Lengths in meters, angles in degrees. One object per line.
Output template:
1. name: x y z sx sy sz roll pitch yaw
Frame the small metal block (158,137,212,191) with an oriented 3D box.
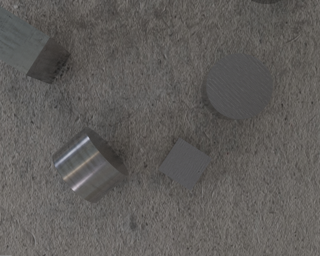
1. small metal block: 0.032 0.046 0.410 0.050 0.025 0.050 33 90 0

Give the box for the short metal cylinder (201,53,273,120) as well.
1. short metal cylinder: 0.096 -0.050 0.398 0.081 0.050 0.079 0 90 0

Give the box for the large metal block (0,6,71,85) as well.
1. large metal block: -0.169 -0.101 0.381 0.080 0.080 0.050 32 90 0

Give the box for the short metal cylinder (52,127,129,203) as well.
1. short metal cylinder: -0.084 0.045 0.382 0.050 0.080 0.080 -41 90 0

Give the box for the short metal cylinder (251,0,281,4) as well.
1. short metal cylinder: 0.145 -0.209 0.398 0.081 0.050 0.079 0 90 0
